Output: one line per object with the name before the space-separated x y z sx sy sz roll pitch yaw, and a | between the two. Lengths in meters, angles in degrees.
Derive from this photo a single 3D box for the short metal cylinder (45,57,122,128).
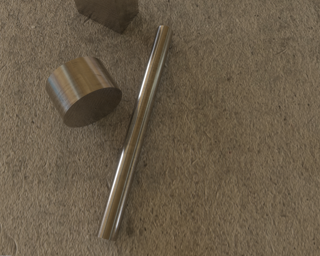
short metal cylinder | -0.096 -0.044 0.395 0.080 0.080 0.050 -31 73 -11

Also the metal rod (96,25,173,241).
metal rod | -0.027 -0.008 0.410 0.025 0.025 0.299 13 70 4

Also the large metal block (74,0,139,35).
large metal block | -0.081 -0.195 0.450 0.080 0.080 0.050 29 73 10
